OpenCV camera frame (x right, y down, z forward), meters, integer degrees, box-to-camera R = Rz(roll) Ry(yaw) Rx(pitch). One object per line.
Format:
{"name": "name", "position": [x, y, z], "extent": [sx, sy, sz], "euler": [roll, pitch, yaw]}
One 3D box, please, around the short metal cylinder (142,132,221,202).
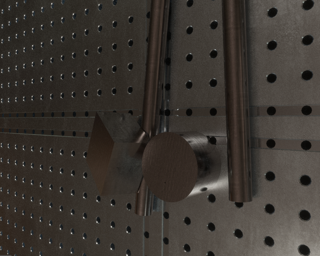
{"name": "short metal cylinder", "position": [0.025, 0.044, 0.371], "extent": [0.080, 0.050, 0.079], "euler": [0, 90, 39]}

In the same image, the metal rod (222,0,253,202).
{"name": "metal rod", "position": [0.083, -0.071, 0.339], "extent": [0.025, 0.025, 0.298], "euler": [-3, 88, 39]}

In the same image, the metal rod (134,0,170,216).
{"name": "metal rod", "position": [-0.010, -0.032, 0.415], "extent": [0.025, 0.025, 0.298], "euler": [8, 95, 39]}

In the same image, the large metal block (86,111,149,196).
{"name": "large metal block", "position": [-0.059, 0.032, 0.417], "extent": [0.080, 0.050, 0.079], "euler": [50, 130, 50]}
